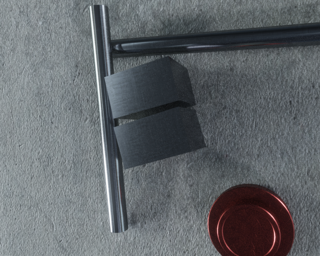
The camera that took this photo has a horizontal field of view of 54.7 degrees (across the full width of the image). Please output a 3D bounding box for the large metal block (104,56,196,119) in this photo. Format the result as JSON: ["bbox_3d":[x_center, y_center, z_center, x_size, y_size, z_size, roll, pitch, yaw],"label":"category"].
[{"bbox_3d":[-0.009,-0.044,0.382,0.080,0.080,0.050,-14,85,19],"label":"large metal block"}]

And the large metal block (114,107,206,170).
[{"bbox_3d":[0.003,0.012,0.378,0.080,0.080,0.050,-17,85,19],"label":"large metal block"}]

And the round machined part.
[{"bbox_3d":[0.104,0.118,0.363,0.098,0.042,0.097,0,90,19],"label":"round machined part"}]

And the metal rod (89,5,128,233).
[{"bbox_3d":[-0.068,-0.008,0.415,0.025,0.025,0.298,-3,95,19],"label":"metal rod"}]

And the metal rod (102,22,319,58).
[{"bbox_3d":[0.053,-0.108,0.389,0.301,0.025,0.025,1,91,19],"label":"metal rod"}]
